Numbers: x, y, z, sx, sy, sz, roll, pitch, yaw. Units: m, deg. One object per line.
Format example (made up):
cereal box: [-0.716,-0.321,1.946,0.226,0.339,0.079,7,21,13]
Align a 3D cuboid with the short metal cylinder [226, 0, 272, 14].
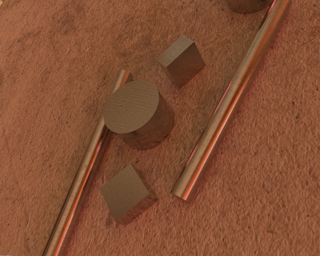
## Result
short metal cylinder: [0.131,-0.215,0.451,0.080,0.050,0.080,-13,56,21]

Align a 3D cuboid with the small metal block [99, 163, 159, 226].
small metal block: [-0.038,0.080,0.375,0.050,0.025,0.050,-39,51,1]

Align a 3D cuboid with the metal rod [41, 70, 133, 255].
metal rod: [-0.096,0.048,0.425,0.025,0.025,0.300,4,63,30]

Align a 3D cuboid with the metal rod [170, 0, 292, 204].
metal rod: [0.095,-0.047,0.383,0.025,0.025,0.300,19,72,35]

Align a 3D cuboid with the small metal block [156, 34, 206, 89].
small metal block: [0.030,-0.090,0.428,0.050,0.050,0.025,-43,51,-1]

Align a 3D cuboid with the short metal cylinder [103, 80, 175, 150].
short metal cylinder: [-0.027,-0.017,0.413,0.080,0.050,0.080,-13,56,21]
